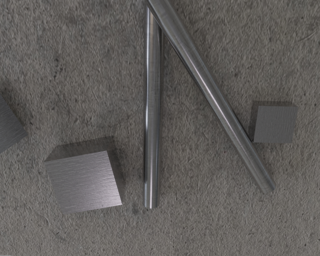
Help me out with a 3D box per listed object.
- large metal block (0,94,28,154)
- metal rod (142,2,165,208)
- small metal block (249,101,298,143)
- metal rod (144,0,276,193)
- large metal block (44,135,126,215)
[{"bbox_3d":[-0.225,0.000,0.371,0.050,0.080,0.080,-13,113,35],"label":"large metal block"},{"bbox_3d":[-0.009,-0.030,0.398,0.025,0.025,0.298,1,110,-1],"label":"metal rod"},{"bbox_3d":[0.148,-0.008,0.408,0.050,0.025,0.050,1,110,-1],"label":"small metal block"},{"bbox_3d":[0.074,-0.029,0.385,0.025,0.025,0.299,-31,113,11],"label":"metal rod"},{"bbox_3d":[-0.097,0.063,0.419,0.080,0.050,0.079,-11,110,3],"label":"large metal block"}]
